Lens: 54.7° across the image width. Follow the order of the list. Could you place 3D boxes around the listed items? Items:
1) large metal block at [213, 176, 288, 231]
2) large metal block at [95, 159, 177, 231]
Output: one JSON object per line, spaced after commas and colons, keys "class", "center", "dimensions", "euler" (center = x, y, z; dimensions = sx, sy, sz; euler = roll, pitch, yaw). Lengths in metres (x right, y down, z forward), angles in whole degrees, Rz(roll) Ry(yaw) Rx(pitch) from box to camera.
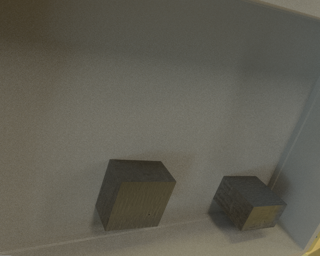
{"class": "large metal block", "center": [0.154, 0.127, 0.535], "dimensions": [0.081, 0.080, 0.050], "euler": [5, 116, -31]}
{"class": "large metal block", "center": [-0.035, 0.092, 0.430], "dimensions": [0.081, 0.050, 0.079], "euler": [6, 115, -31]}
